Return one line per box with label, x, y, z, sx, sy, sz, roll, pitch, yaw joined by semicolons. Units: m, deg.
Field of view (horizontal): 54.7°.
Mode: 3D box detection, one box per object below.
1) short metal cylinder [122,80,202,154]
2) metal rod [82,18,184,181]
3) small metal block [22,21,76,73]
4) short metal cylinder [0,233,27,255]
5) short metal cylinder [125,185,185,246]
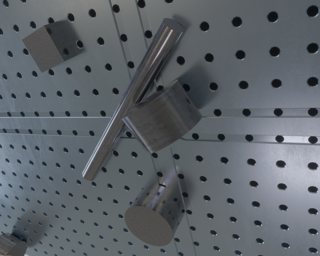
short metal cylinder;0.002;-0.014;0.366;0.080;0.080;0.050;-27;102;37
metal rod;-0.052;-0.016;0.428;0.025;0.025;0.298;37;129;3
small metal block;-0.151;-0.110;0.423;0.050;0.025;0.050;-15;111;34
short metal cylinder;-0.380;0.309;0.767;0.050;0.080;0.079;20;126;16
short metal cylinder;-0.008;0.136;0.483;0.080;0.050;0.079;13;124;21
